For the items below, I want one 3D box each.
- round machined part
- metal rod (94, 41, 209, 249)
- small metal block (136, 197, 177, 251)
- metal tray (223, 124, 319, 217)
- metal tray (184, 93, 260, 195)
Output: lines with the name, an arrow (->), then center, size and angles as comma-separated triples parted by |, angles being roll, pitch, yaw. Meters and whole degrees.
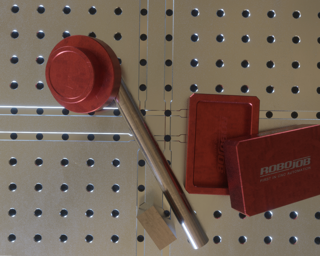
round machined part -> -0.102, -0.066, 0.388 | 0.098, 0.042, 0.097 | 3, 101, 17
metal rod -> -0.016, 0.022, 0.413 | 0.025, 0.025, 0.299 | -28, 90, 0
small metal block -> -0.004, 0.122, 0.401 | 0.025, 0.050, 0.050 | -35, 90, 0
metal tray -> 0.148, 0.049, 0.390 | 0.131, 0.030, 0.089 | -10, 94, -20
metal tray -> 0.081, 0.022, 0.411 | 0.091, 0.030, 0.129 | 3, 90, -1
